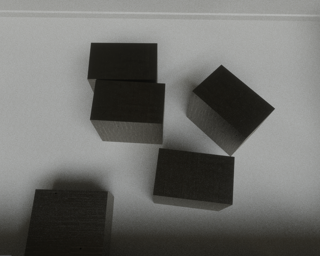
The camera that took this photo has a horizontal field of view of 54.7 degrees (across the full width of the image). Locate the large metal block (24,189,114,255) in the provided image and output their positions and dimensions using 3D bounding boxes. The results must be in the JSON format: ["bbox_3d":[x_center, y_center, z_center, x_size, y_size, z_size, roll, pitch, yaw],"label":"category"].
[{"bbox_3d":[-0.099,0.115,0.354,0.080,0.050,0.080,2,70,0],"label":"large metal block"}]

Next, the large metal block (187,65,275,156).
[{"bbox_3d":[0.083,-0.019,0.388,0.050,0.080,0.080,-43,76,-14],"label":"large metal block"}]

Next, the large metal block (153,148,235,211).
[{"bbox_3d":[0.036,0.063,0.358,0.080,0.080,0.050,7,70,2],"label":"large metal block"}]

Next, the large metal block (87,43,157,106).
[{"bbox_3d":[-0.044,-0.066,0.404,0.080,0.080,0.050,0,70,0],"label":"large metal block"}]

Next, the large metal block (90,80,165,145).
[{"bbox_3d":[-0.035,-0.017,0.386,0.080,0.080,0.050,3,70,1],"label":"large metal block"}]
